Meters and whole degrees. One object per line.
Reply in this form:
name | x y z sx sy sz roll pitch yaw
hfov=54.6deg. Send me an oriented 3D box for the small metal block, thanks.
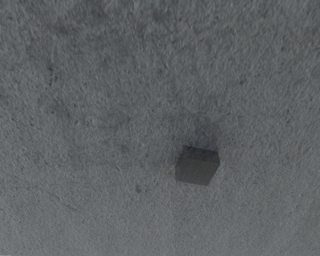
small metal block | 0.054 0.056 0.455 0.050 0.025 0.050 12 129 -10
